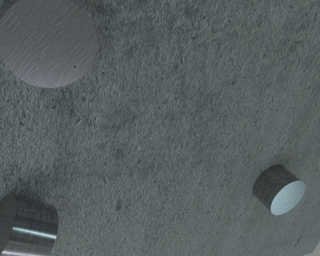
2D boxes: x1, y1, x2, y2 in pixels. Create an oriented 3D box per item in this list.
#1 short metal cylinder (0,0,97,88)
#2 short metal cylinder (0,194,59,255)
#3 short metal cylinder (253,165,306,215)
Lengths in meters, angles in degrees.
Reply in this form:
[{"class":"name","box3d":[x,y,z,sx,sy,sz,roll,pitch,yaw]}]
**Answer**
[{"class":"short metal cylinder","box3d":[-0.104,-0.083,0.282,0.081,0.050,0.079,-14,124,-21]},{"class":"short metal cylinder","box3d":[-0.163,0.122,0.358,0.050,0.080,0.080,30,102,-38]},{"class":"short metal cylinder","box3d":[0.224,0.117,0.585,0.081,0.050,0.079,-14,124,-21]}]
